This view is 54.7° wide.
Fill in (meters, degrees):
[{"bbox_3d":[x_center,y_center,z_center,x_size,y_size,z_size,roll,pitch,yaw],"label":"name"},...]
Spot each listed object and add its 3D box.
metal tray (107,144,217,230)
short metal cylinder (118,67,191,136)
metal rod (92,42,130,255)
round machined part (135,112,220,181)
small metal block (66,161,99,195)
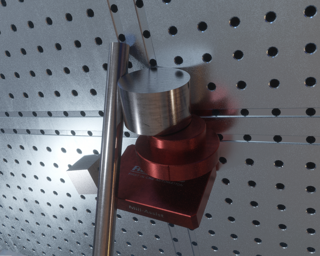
[{"bbox_3d":[-0.001,0.072,0.409,0.130,0.090,0.030,8,136,23],"label":"metal tray"},{"bbox_3d":[-0.005,-0.033,0.357,0.080,0.080,0.050,8,122,23],"label":"short metal cylinder"},{"bbox_3d":[-0.061,0.048,0.375,0.025,0.025,0.298,4,89,26],"label":"metal rod"},{"bbox_3d":[0.020,0.015,0.361,0.098,0.098,0.042,9,122,23],"label":"round machined part"},{"bbox_3d":[-0.123,0.085,0.527,0.050,0.025,0.050,-9,114,31],"label":"small metal block"}]
